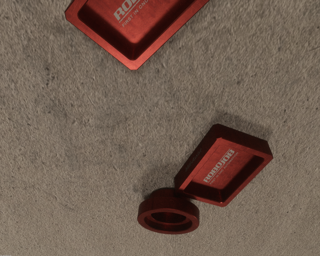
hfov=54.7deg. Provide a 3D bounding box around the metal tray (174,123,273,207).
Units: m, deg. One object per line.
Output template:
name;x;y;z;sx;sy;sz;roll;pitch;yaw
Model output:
metal tray;0.089;0.060;0.456;0.091;0.030;0.129;19;128;-16

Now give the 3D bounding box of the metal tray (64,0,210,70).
metal tray;-0.015;-0.128;0.294;0.090;0.030;0.130;36;121;-27

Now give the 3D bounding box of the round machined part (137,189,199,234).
round machined part;0.015;0.133;0.502;0.099;0.042;0.097;4;140;3
